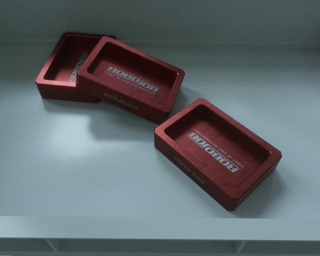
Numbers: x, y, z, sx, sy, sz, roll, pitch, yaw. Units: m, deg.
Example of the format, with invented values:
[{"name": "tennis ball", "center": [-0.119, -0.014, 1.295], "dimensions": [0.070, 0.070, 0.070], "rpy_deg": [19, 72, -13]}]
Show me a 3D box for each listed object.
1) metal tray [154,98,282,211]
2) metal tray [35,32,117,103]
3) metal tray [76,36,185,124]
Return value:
[{"name": "metal tray", "center": [0.067, 0.026, 0.380], "dimensions": [0.091, 0.030, 0.130], "rpy_deg": [-35, 59, -26]}, {"name": "metal tray", "center": [-0.124, -0.098, 0.482], "dimensions": [0.091, 0.030, 0.130], "rpy_deg": [6, 50, 4]}, {"name": "metal tray", "center": [-0.038, -0.068, 0.434], "dimensions": [0.131, 0.030, 0.090], "rpy_deg": [24, 52, -3]}]
